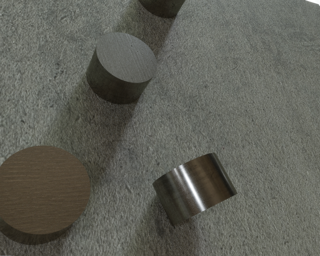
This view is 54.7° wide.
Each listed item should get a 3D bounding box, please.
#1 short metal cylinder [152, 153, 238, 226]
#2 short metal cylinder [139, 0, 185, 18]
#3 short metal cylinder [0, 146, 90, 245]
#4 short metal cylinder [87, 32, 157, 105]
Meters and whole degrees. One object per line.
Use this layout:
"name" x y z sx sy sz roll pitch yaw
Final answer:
"short metal cylinder" 0.039 0.069 0.347 0.081 0.080 0.050 -15 70 -34
"short metal cylinder" 0.007 -0.239 0.537 0.081 0.050 0.080 14 56 -21
"short metal cylinder" -0.111 0.063 0.289 0.081 0.050 0.080 14 56 -21
"short metal cylinder" -0.051 -0.078 0.408 0.081 0.050 0.080 14 56 -21
